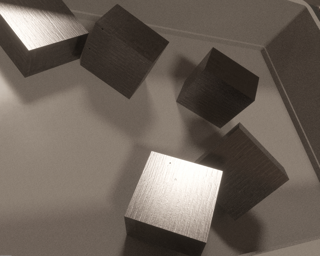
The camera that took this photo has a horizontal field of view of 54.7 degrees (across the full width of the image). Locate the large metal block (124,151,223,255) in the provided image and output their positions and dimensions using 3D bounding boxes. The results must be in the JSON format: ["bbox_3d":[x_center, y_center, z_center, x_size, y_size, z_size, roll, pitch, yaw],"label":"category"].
[{"bbox_3d":[0.016,0.081,0.332,0.080,0.050,0.080,15,52,10],"label":"large metal block"}]

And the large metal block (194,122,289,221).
[{"bbox_3d":[0.096,0.051,0.384,0.080,0.080,0.050,47,16,4],"label":"large metal block"}]

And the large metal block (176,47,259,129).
[{"bbox_3d":[0.083,-0.056,0.451,0.080,0.080,0.050,31,52,-9],"label":"large metal block"}]

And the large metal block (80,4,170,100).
[{"bbox_3d":[-0.048,-0.097,0.405,0.080,0.080,0.050,35,51,-6],"label":"large metal block"}]

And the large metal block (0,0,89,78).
[{"bbox_3d":[-0.150,-0.120,0.382,0.081,0.050,0.080,-33,81,-38],"label":"large metal block"}]
